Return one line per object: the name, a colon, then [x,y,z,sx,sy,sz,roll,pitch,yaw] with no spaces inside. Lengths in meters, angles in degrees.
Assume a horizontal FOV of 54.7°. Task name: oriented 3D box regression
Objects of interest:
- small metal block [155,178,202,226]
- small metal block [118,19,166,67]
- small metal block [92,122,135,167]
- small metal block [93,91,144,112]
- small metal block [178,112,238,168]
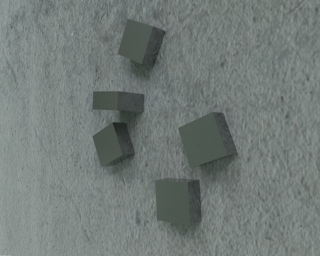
small metal block: [0.022,0.090,0.385,0.050,0.025,0.050,-5,87,39]
small metal block: [-0.026,-0.117,0.424,0.050,0.025,0.050,30,108,35]
small metal block: [-0.069,0.025,0.460,0.050,0.025,0.050,-30,71,35]
small metal block: [-0.058,-0.037,0.434,0.050,0.050,0.025,5,93,39]
small metal block: [0.054,0.014,0.359,0.050,0.025,0.050,-26,74,36]
